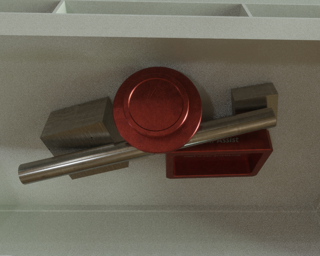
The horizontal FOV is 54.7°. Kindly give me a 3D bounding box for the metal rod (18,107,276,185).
[{"bbox_3d":[-0.015,0.021,0.366,0.302,0.025,0.025,-13,130,1],"label":"metal rod"}]

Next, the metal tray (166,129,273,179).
[{"bbox_3d":[0.073,0.037,0.418,0.131,0.030,0.090,-2,150,0],"label":"metal tray"}]

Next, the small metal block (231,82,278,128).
[{"bbox_3d":[0.118,-0.025,0.387,0.050,0.025,0.050,-9,130,7],"label":"small metal block"}]

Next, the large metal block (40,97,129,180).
[{"bbox_3d":[-0.091,0.015,0.401,0.080,0.050,0.080,-14,129,11],"label":"large metal block"}]

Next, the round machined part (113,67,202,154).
[{"bbox_3d":[-0.003,-0.021,0.339,0.099,0.097,0.042,-4,171,2],"label":"round machined part"}]
